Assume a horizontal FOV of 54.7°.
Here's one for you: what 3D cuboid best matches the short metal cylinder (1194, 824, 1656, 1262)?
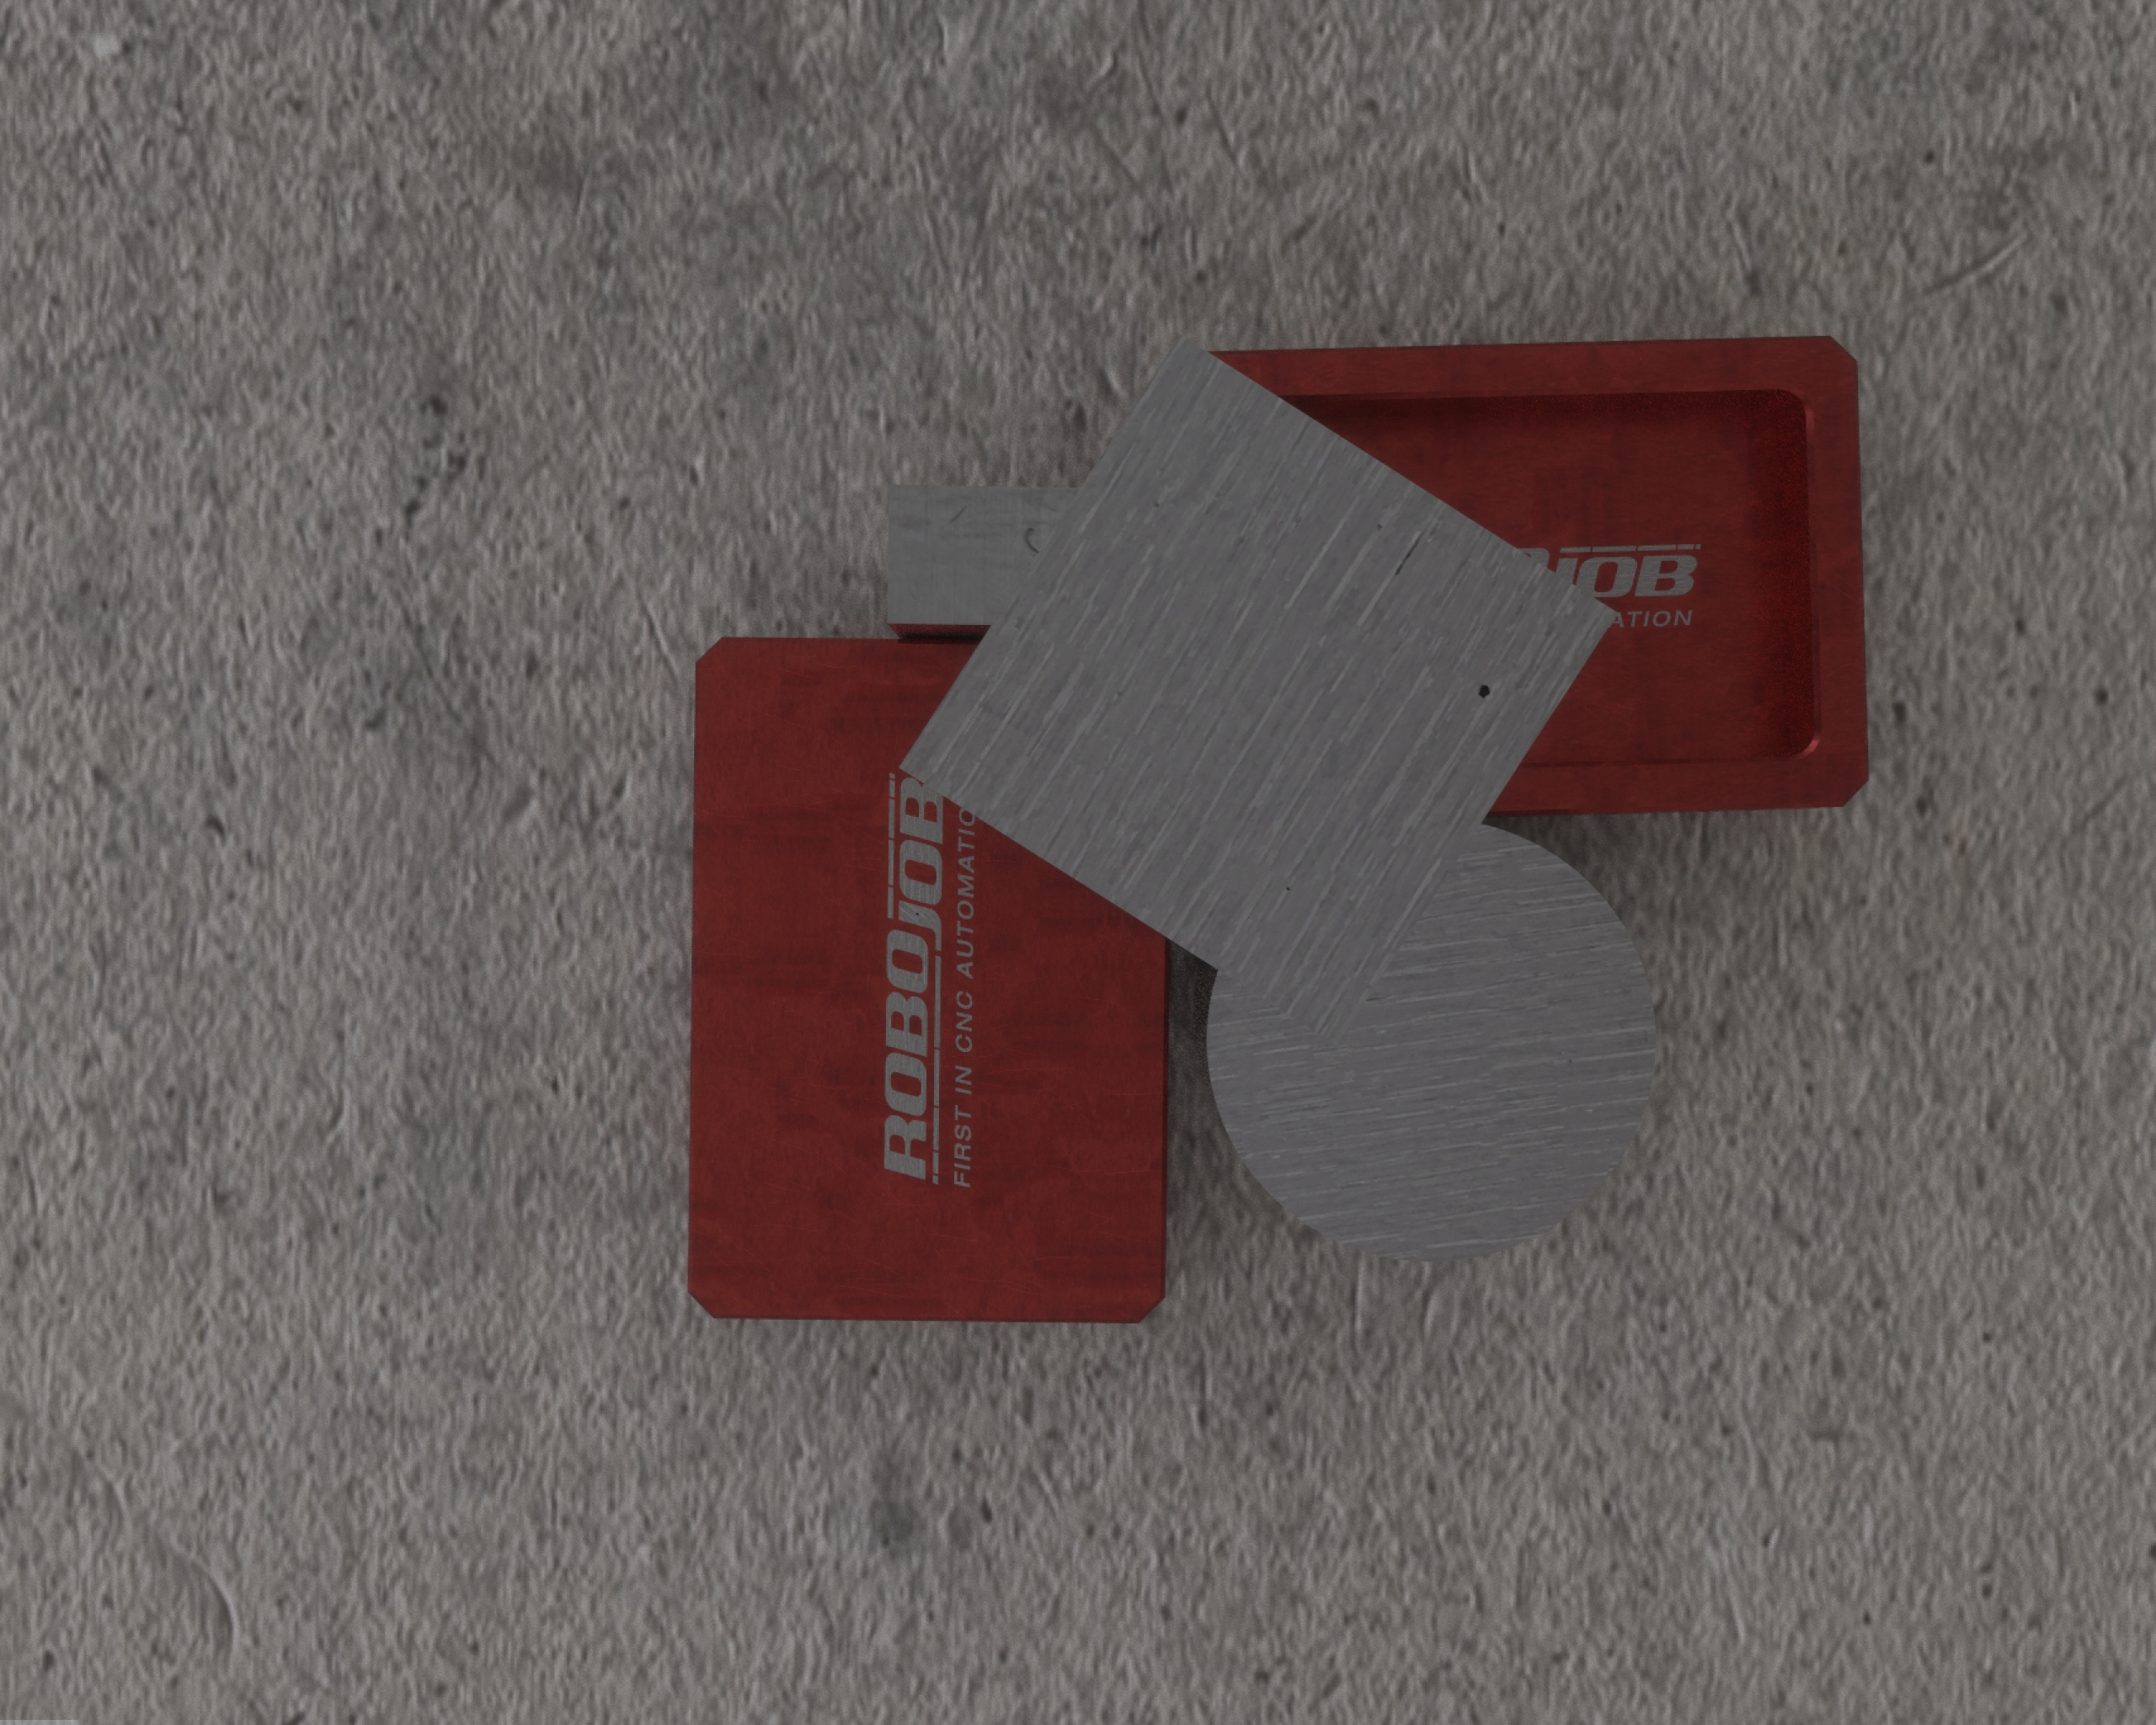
[{"bbox_3d":[0.064,0.032,0.399,0.080,0.050,0.080,0,90,0],"label":"short metal cylinder"}]

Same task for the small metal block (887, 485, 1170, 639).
[{"bbox_3d":[-0.009,-0.055,0.399,0.050,0.050,0.025,1,90,0],"label":"small metal block"}]

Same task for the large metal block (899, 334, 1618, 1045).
[{"bbox_3d":[0.028,-0.027,0.347,0.080,0.050,0.080,33,90,0],"label":"large metal block"}]

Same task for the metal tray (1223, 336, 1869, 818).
[{"bbox_3d":[0.084,-0.054,0.409,0.131,0.030,0.089,-2,90,0],"label":"metal tray"}]

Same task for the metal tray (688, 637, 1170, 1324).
[{"bbox_3d":[-0.028,0.022,0.409,0.091,0.030,0.129,1,90,0],"label":"metal tray"}]
